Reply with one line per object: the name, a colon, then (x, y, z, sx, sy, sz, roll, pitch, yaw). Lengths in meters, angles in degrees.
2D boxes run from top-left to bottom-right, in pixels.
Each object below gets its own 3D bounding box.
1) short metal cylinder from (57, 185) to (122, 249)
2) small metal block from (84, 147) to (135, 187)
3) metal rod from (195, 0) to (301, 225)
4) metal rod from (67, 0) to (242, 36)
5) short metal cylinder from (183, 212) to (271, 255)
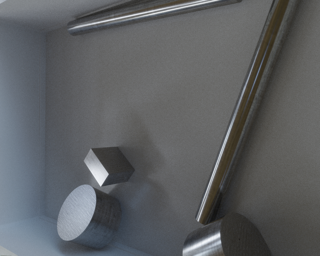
short metal cylinder: (-0.103, 0.129, 0.452, 0.080, 0.050, 0.080, -25, 46, 29)
small metal block: (-0.073, 0.054, 0.448, 0.050, 0.050, 0.025, 48, 119, 29)
metal rod: (0.095, -0.031, 0.326, 0.025, 0.025, 0.298, 27, 107, 36)
metal rod: (-0.031, -0.159, 0.429, 0.300, 0.025, 0.025, 5, 93, 39)
short metal cylinder: (0.070, 0.133, 0.312, 0.050, 0.081, 0.080, -40, 66, 33)
